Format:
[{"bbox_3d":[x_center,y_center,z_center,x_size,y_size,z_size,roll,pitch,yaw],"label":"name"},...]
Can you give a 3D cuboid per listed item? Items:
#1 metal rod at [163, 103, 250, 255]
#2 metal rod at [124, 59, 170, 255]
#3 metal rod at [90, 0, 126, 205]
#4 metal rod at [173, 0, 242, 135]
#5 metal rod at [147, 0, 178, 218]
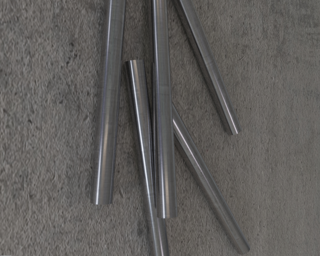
[{"bbox_3d":[0.071,0.084,0.464,0.025,0.025,0.299,-45,117,-31],"label":"metal rod"},{"bbox_3d":[-0.012,0.065,0.394,0.025,0.025,0.298,-13,98,-39],"label":"metal rod"},{"bbox_3d":[-0.057,-0.065,0.356,0.025,0.025,0.298,6,86,-40],"label":"metal rod"},{"bbox_3d":[0.060,-0.121,0.454,0.025,0.025,0.299,-40,115,-33],"label":"metal rod"},{"bbox_3d":[0.002,-0.044,0.383,0.025,0.025,0.298,3,81,-40],"label":"metal rod"}]
